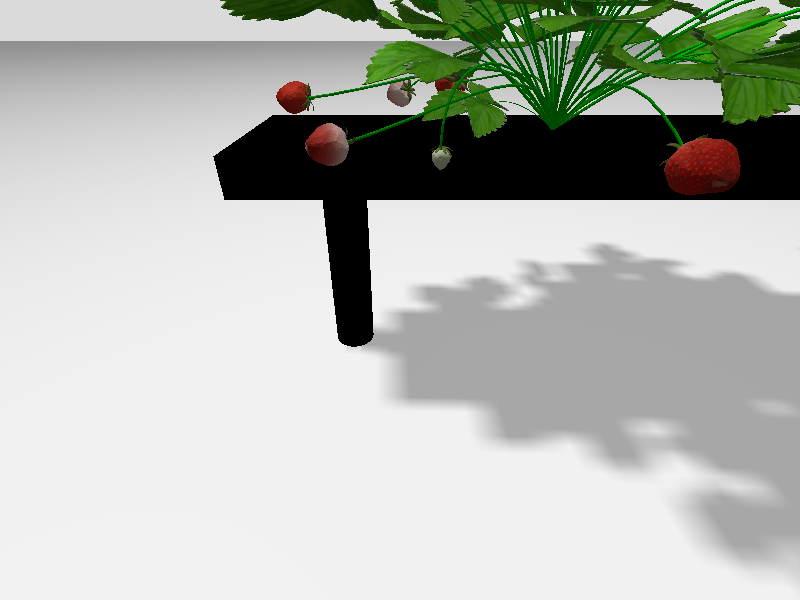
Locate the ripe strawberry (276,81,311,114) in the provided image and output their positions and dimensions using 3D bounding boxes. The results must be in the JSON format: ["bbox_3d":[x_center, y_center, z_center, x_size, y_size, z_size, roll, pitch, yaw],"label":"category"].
[{"bbox_3d":[-0.101,-0.191,0.377,0.031,0.027,0.031,9,35,14],"label":"ripe strawberry"}]

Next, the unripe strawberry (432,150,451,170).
[{"bbox_3d":[0.024,-0.082,0.234,0.011,0.012,0.012,27,43,34],"label":"unripe strawberry"}]

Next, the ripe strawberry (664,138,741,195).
[{"bbox_3d":[0.142,-0.061,0.188,0.030,0.027,0.027,-3,44,-5],"label":"ripe strawberry"}]

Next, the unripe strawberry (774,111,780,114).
[{"bbox_3d":[0.347,-0.183,0.374,0.023,0.020,0.023,-29,20,32],"label":"unripe strawberry"}]

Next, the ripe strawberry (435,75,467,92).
[{"bbox_3d":[0.057,-0.259,0.470,0.039,0.041,0.042,-12,35,-17],"label":"ripe strawberry"}]

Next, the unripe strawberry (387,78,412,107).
[{"bbox_3d":[-0.002,-0.216,0.419,0.028,0.027,0.026,12,33,44],"label":"unripe strawberry"}]

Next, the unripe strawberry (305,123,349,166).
[{"bbox_3d":[-0.044,-0.091,0.237,0.025,0.024,0.023,-19,39,-25],"label":"unripe strawberry"}]
